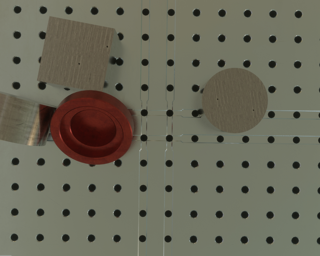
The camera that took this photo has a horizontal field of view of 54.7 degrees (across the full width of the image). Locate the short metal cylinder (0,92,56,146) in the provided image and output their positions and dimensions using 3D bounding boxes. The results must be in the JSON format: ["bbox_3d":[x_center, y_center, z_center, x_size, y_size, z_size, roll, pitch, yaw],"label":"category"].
[{"bbox_3d":[-0.176,-0.013,0.384,0.080,0.080,0.050,16,90,0],"label":"short metal cylinder"}]

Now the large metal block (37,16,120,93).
[{"bbox_3d":[-0.102,-0.089,0.400,0.080,0.050,0.080,11,90,0],"label":"large metal block"}]

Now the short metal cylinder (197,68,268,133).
[{"bbox_3d":[0.091,-0.034,0.401,0.081,0.050,0.080,0,90,0],"label":"short metal cylinder"}]

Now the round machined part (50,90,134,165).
[{"bbox_3d":[-0.082,-0.004,0.390,0.099,0.042,0.097,0,123,1],"label":"round machined part"}]
